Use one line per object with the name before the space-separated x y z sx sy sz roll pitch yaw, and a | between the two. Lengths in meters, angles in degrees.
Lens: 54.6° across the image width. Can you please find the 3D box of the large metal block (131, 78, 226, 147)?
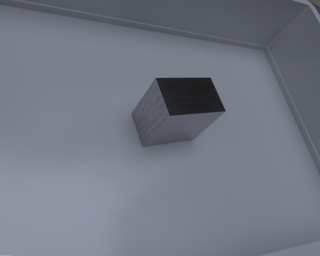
large metal block | 0.021 -0.020 0.393 0.081 0.080 0.050 -6 65 -31
